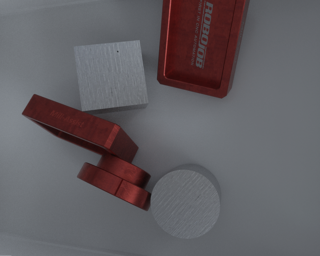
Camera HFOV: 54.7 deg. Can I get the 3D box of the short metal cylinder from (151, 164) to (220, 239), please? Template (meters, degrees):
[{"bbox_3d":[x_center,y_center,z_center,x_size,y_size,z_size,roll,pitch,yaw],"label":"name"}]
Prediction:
[{"bbox_3d":[0.034,0.087,0.380,0.080,0.050,0.079,0,91,12],"label":"short metal cylinder"}]

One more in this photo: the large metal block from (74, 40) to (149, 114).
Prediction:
[{"bbox_3d":[-0.062,-0.063,0.402,0.081,0.050,0.080,-8,87,-7],"label":"large metal block"}]

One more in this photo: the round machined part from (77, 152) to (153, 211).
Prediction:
[{"bbox_3d":[-0.051,0.065,0.393,0.098,0.098,0.042,21,75,18],"label":"round machined part"}]

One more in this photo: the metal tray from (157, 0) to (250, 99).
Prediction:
[{"bbox_3d":[0.048,-0.107,0.361,0.090,0.030,0.129,16,122,18],"label":"metal tray"}]

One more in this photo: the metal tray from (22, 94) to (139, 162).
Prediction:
[{"bbox_3d":[-0.101,0.005,0.407,0.130,0.090,0.030,19,74,18],"label":"metal tray"}]
